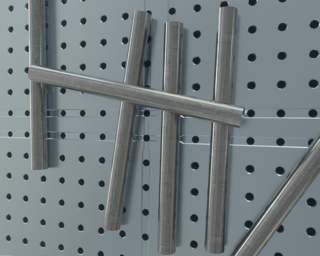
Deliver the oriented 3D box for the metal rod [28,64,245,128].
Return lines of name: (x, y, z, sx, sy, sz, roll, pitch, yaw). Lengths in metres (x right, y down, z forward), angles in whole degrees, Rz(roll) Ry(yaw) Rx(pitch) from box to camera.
metal rod: (-0.044, -0.046, 0.400, 0.301, 0.025, 0.025, 14, 95, 19)

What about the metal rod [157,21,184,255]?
metal rod: (0.013, 0.013, 0.408, 0.025, 0.025, 0.298, 2, 91, 20)

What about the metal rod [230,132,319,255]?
metal rod: (0.165, 0.052, 0.354, 0.025, 0.025, 0.299, 34, 101, 17)

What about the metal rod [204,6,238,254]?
metal rod: (0.076, 0.003, 0.385, 0.025, 0.025, 0.298, 3, 91, 20)

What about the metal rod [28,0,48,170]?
metal rod: (-0.189, -0.086, 0.480, 0.025, 0.025, 0.298, -1, 90, 20)

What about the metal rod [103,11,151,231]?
metal rod: (-0.046, -0.008, 0.429, 0.025, 0.025, 0.298, 10, 93, 20)
